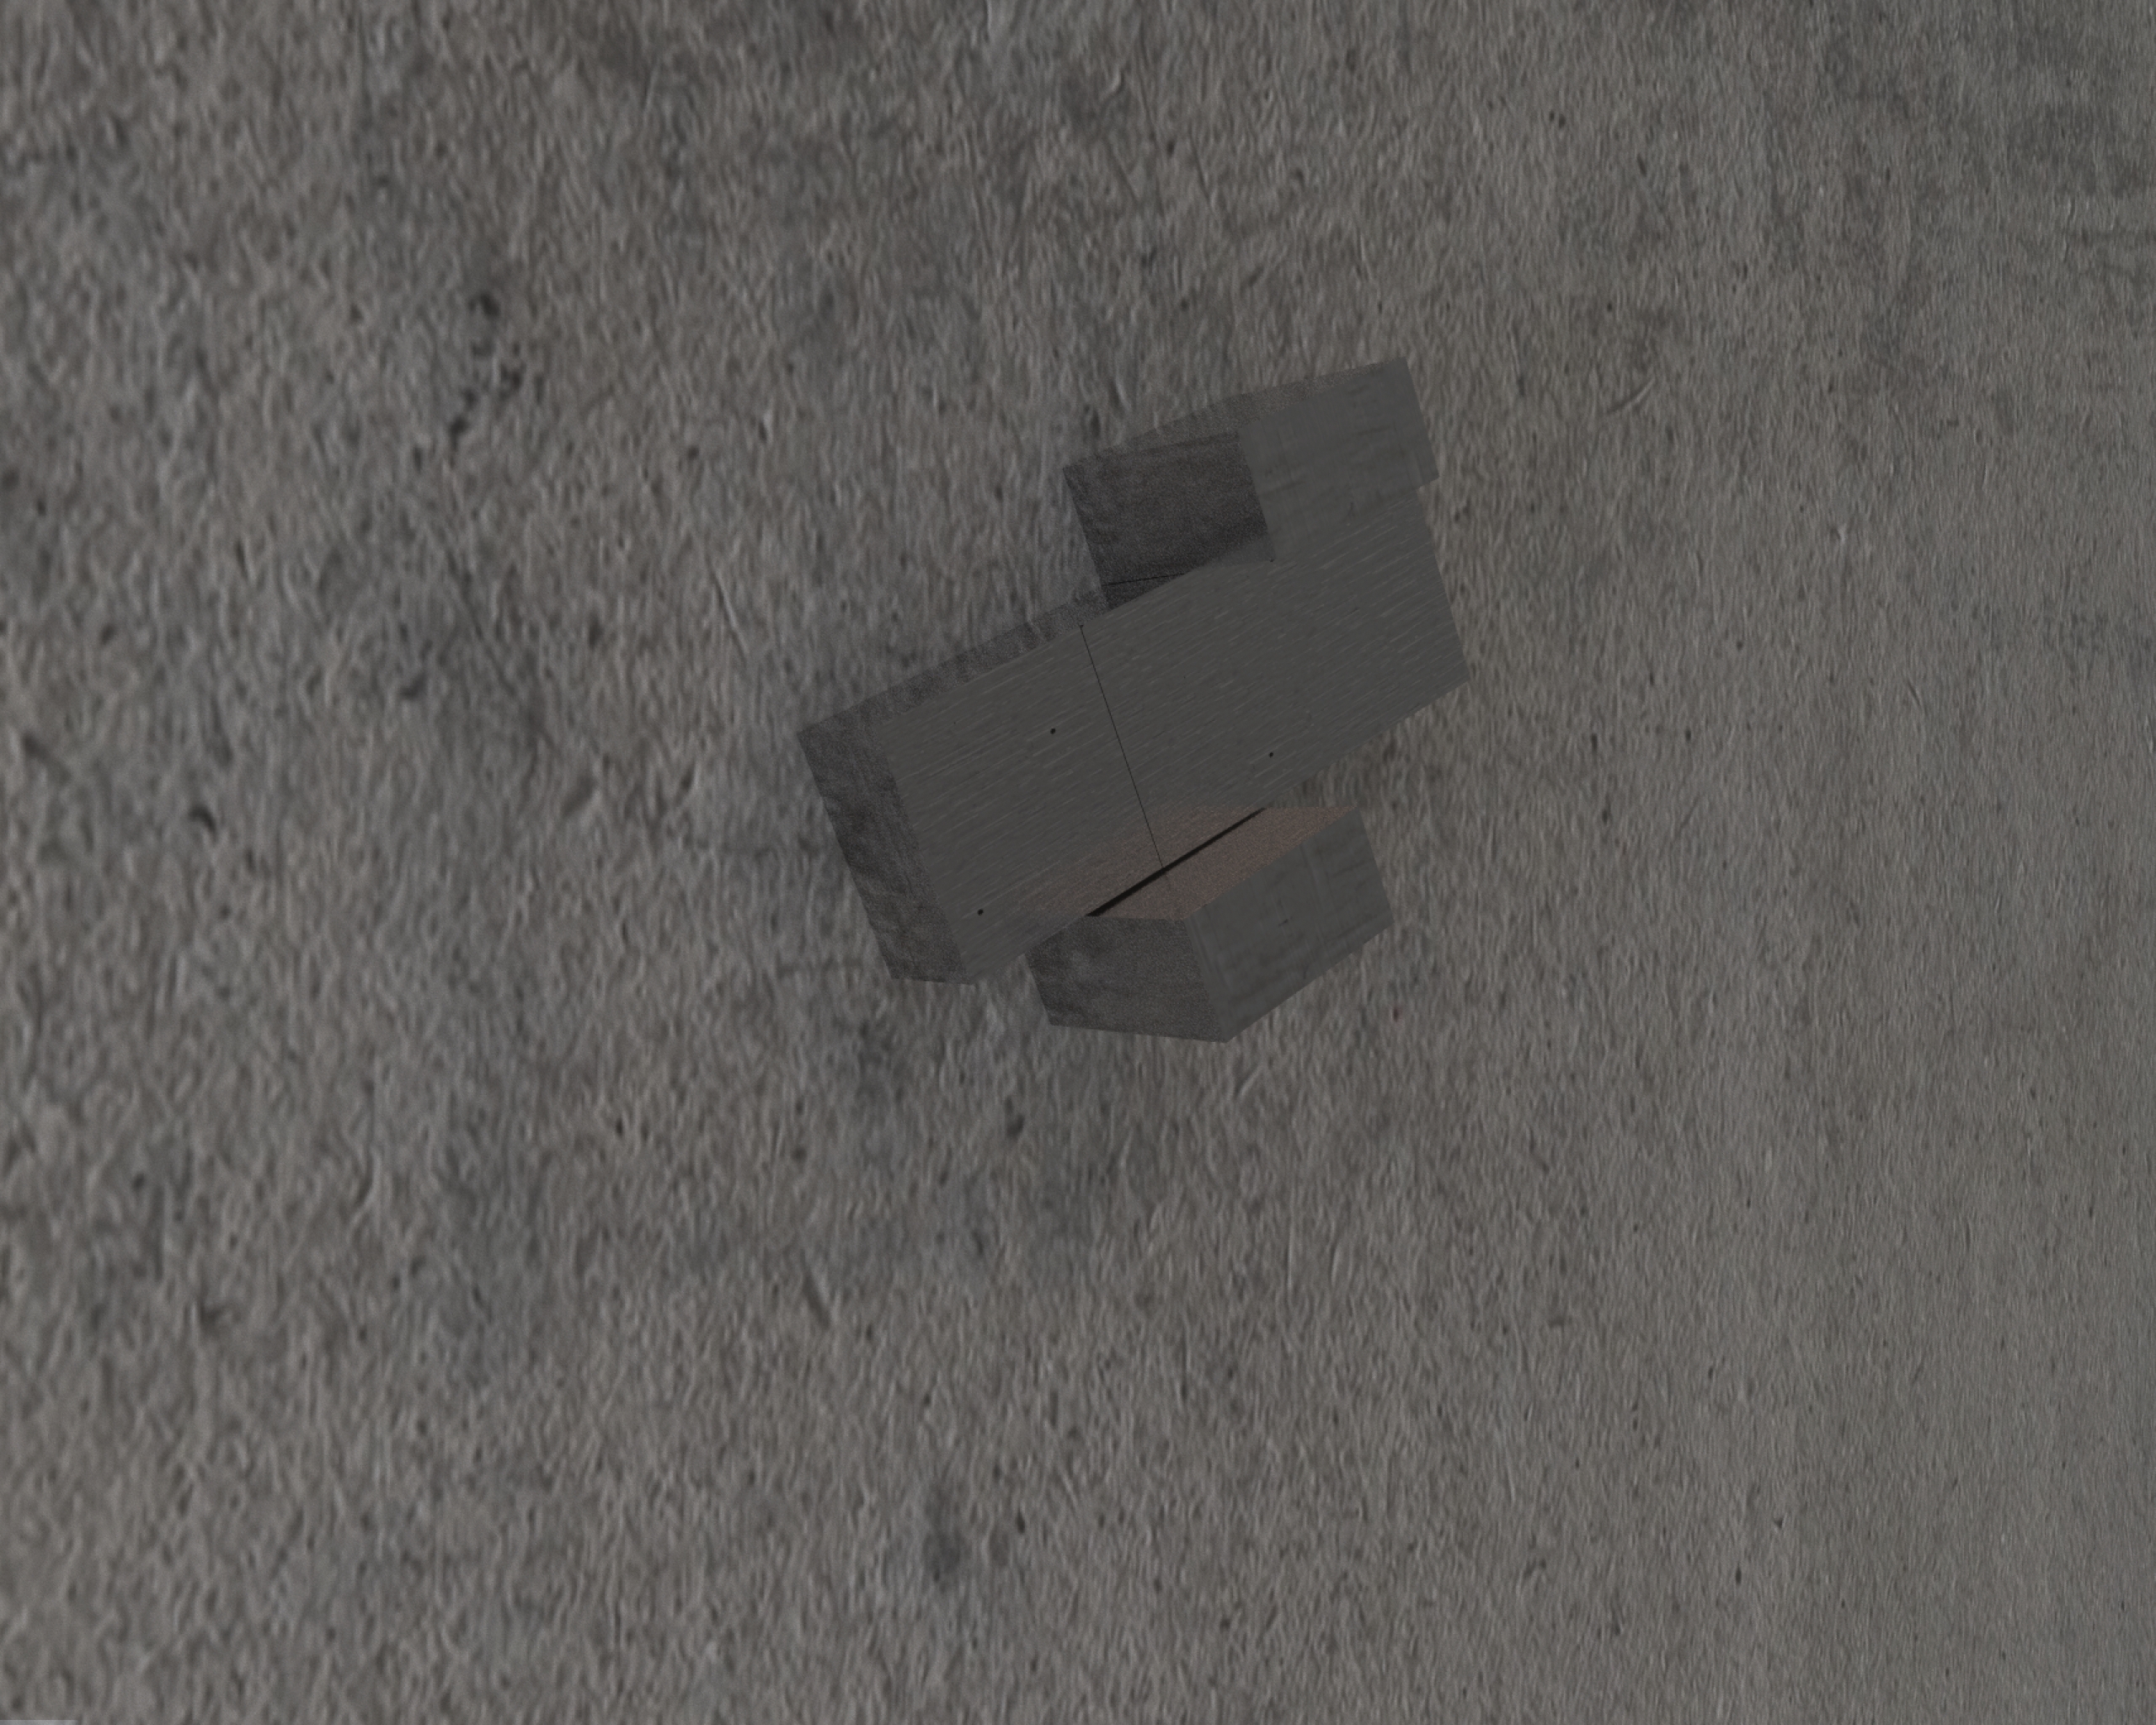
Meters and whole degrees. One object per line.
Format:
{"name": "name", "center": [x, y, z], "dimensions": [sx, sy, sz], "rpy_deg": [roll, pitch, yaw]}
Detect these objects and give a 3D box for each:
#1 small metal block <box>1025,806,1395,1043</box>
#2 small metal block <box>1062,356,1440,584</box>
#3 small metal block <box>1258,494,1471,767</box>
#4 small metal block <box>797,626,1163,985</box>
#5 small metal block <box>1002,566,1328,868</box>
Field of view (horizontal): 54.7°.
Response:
{"name": "small metal block", "center": [0.024, 0.011, 0.408], "dimensions": [0.050, 0.050, 0.025], "rpy_deg": [-31, 110, -36]}
{"name": "small metal block", "center": [0.035, -0.078, 0.417], "dimensions": [0.050, 0.050, 0.025], "rpy_deg": [-30, 109, -36]}
{"name": "small metal block", "center": [0.053, -0.053, 0.449], "dimensions": [0.050, 0.025, 0.050], "rpy_deg": [-31, 109, -36]}
{"name": "small metal block", "center": [-0.017, -0.011, 0.390], "dimensions": [0.050, 0.025, 0.050], "rpy_deg": [-31, 109, -36]}
{"name": "small metal block", "center": [0.018, -0.032, 0.419], "dimensions": [0.050, 0.025, 0.050], "rpy_deg": [-31, 109, -36]}
